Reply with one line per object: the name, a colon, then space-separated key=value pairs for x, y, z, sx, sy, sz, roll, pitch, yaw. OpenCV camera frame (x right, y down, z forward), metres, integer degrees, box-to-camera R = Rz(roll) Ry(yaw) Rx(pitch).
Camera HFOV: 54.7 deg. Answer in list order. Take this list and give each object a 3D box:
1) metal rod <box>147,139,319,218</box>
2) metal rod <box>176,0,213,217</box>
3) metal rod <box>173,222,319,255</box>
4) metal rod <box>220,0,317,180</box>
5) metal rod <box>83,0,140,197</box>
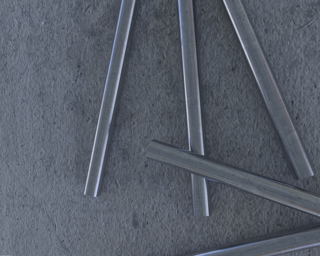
metal rod: x=0.129 y=0.070 z=0.346 sx=0.301 sy=0.025 sz=0.025 roll=18 pitch=96 yaw=12
metal rod: x=0.042 y=-0.041 z=0.393 sx=0.025 sy=0.025 sz=0.298 roll=-5 pitch=88 yaw=20
metal rod: x=0.051 y=0.167 z=0.390 sx=0.300 sy=0.025 sz=0.025 roll=-21 pitch=83 yaw=18
metal rod: x=0.113 y=-0.085 z=0.368 sx=0.025 sy=0.025 sz=0.299 roll=-23 pitch=83 yaw=18
metal rod: x=-0.066 y=-0.052 z=0.432 sx=0.025 sy=0.025 sz=0.298 roll=13 pitch=94 yaw=19
